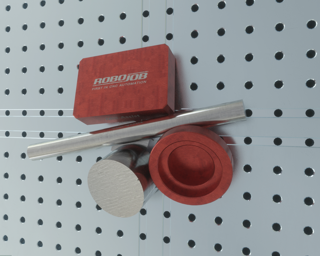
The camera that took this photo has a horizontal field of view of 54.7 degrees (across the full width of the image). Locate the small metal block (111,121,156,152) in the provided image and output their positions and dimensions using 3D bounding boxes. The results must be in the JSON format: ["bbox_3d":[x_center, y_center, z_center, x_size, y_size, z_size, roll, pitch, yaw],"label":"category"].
[{"bbox_3d":[-0.035,0.015,0.433,0.050,0.025,0.050,19,96,18],"label":"small metal block"}]

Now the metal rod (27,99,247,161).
[{"bbox_3d":[-0.044,0.007,0.400,0.301,0.025,0.025,-11,86,19],"label":"metal rod"}]

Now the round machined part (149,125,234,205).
[{"bbox_3d":[0.039,0.041,0.377,0.098,0.042,0.097,5,113,13],"label":"round machined part"}]

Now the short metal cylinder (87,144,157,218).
[{"bbox_3d":[-0.045,0.068,0.402,0.080,0.050,0.079,9,112,22],"label":"short metal cylinder"}]

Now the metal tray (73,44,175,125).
[{"bbox_3d":[-0.047,-0.056,0.411,0.130,0.030,0.090,-5,70,19],"label":"metal tray"}]
